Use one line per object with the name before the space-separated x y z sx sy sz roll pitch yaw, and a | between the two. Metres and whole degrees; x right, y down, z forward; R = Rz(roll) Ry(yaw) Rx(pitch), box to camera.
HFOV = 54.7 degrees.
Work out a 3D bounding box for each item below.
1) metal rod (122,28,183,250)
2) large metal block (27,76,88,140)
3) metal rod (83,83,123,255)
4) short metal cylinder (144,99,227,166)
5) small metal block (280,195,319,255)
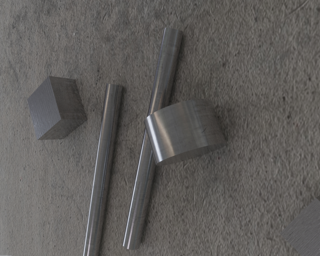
metal rod | -0.012 0.021 0.414 0.025 0.025 0.298 19 102 38
large metal block | -0.180 -0.032 0.537 0.080 0.050 0.080 -32 70 35
metal rod | -0.091 0.081 0.479 0.025 0.025 0.298 15 100 39
short metal cylinder | 0.028 0.006 0.347 0.080 0.081 0.050 -26 74 37
small metal block | 0.149 0.097 0.282 0.050 0.025 0.050 47 118 30
